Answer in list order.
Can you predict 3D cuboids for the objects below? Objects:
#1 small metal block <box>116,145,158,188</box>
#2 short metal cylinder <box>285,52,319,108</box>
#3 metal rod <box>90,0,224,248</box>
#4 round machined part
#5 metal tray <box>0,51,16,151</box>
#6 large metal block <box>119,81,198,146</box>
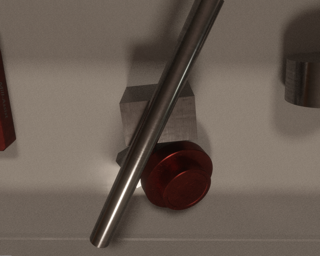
[{"bbox_3d":[-0.025,0.047,0.428,0.050,0.025,0.050,-32,107,10],"label":"small metal block"},{"bbox_3d":[0.191,-0.059,0.363,0.080,0.080,0.050,-5,110,1],"label":"short metal cylinder"},{"bbox_3d":[-0.013,0.008,0.328,0.025,0.025,0.298,22,109,-9],"label":"metal rod"},{"bbox_3d":[0.028,0.069,0.409,0.099,0.042,0.097,-13,125,-19],"label":"round machined part"},{"bbox_3d":[-0.244,-0.035,0.392,0.091,0.030,0.129,0,110,-1],"label":"metal tray"},{"bbox_3d":[-0.001,-0.021,0.374,0.080,0.080,0.050,-6,110,1],"label":"large metal block"}]
